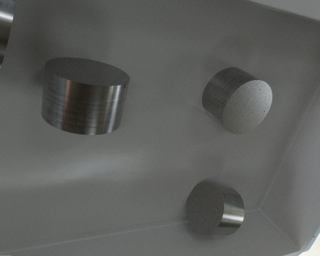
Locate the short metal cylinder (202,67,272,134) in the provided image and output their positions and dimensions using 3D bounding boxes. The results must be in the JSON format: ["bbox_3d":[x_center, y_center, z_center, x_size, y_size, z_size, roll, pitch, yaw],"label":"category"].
[{"bbox_3d":[0.106,-0.038,0.429,0.081,0.050,0.079,-14,125,-21],"label":"short metal cylinder"}]

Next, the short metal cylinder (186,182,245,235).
[{"bbox_3d":[0.089,0.132,0.506,0.050,0.080,0.080,19,108,-36],"label":"short metal cylinder"}]

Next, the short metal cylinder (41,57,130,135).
[{"bbox_3d":[-0.075,-0.034,0.312,0.081,0.080,0.050,0,118,-29],"label":"short metal cylinder"}]

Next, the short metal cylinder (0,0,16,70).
[{"bbox_3d":[-0.148,-0.084,0.241,0.050,0.080,0.079,11,113,-33],"label":"short metal cylinder"}]

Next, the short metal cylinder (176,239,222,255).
[{"bbox_3d":[0.074,0.256,0.578,0.080,0.080,0.050,-44,130,2],"label":"short metal cylinder"}]
